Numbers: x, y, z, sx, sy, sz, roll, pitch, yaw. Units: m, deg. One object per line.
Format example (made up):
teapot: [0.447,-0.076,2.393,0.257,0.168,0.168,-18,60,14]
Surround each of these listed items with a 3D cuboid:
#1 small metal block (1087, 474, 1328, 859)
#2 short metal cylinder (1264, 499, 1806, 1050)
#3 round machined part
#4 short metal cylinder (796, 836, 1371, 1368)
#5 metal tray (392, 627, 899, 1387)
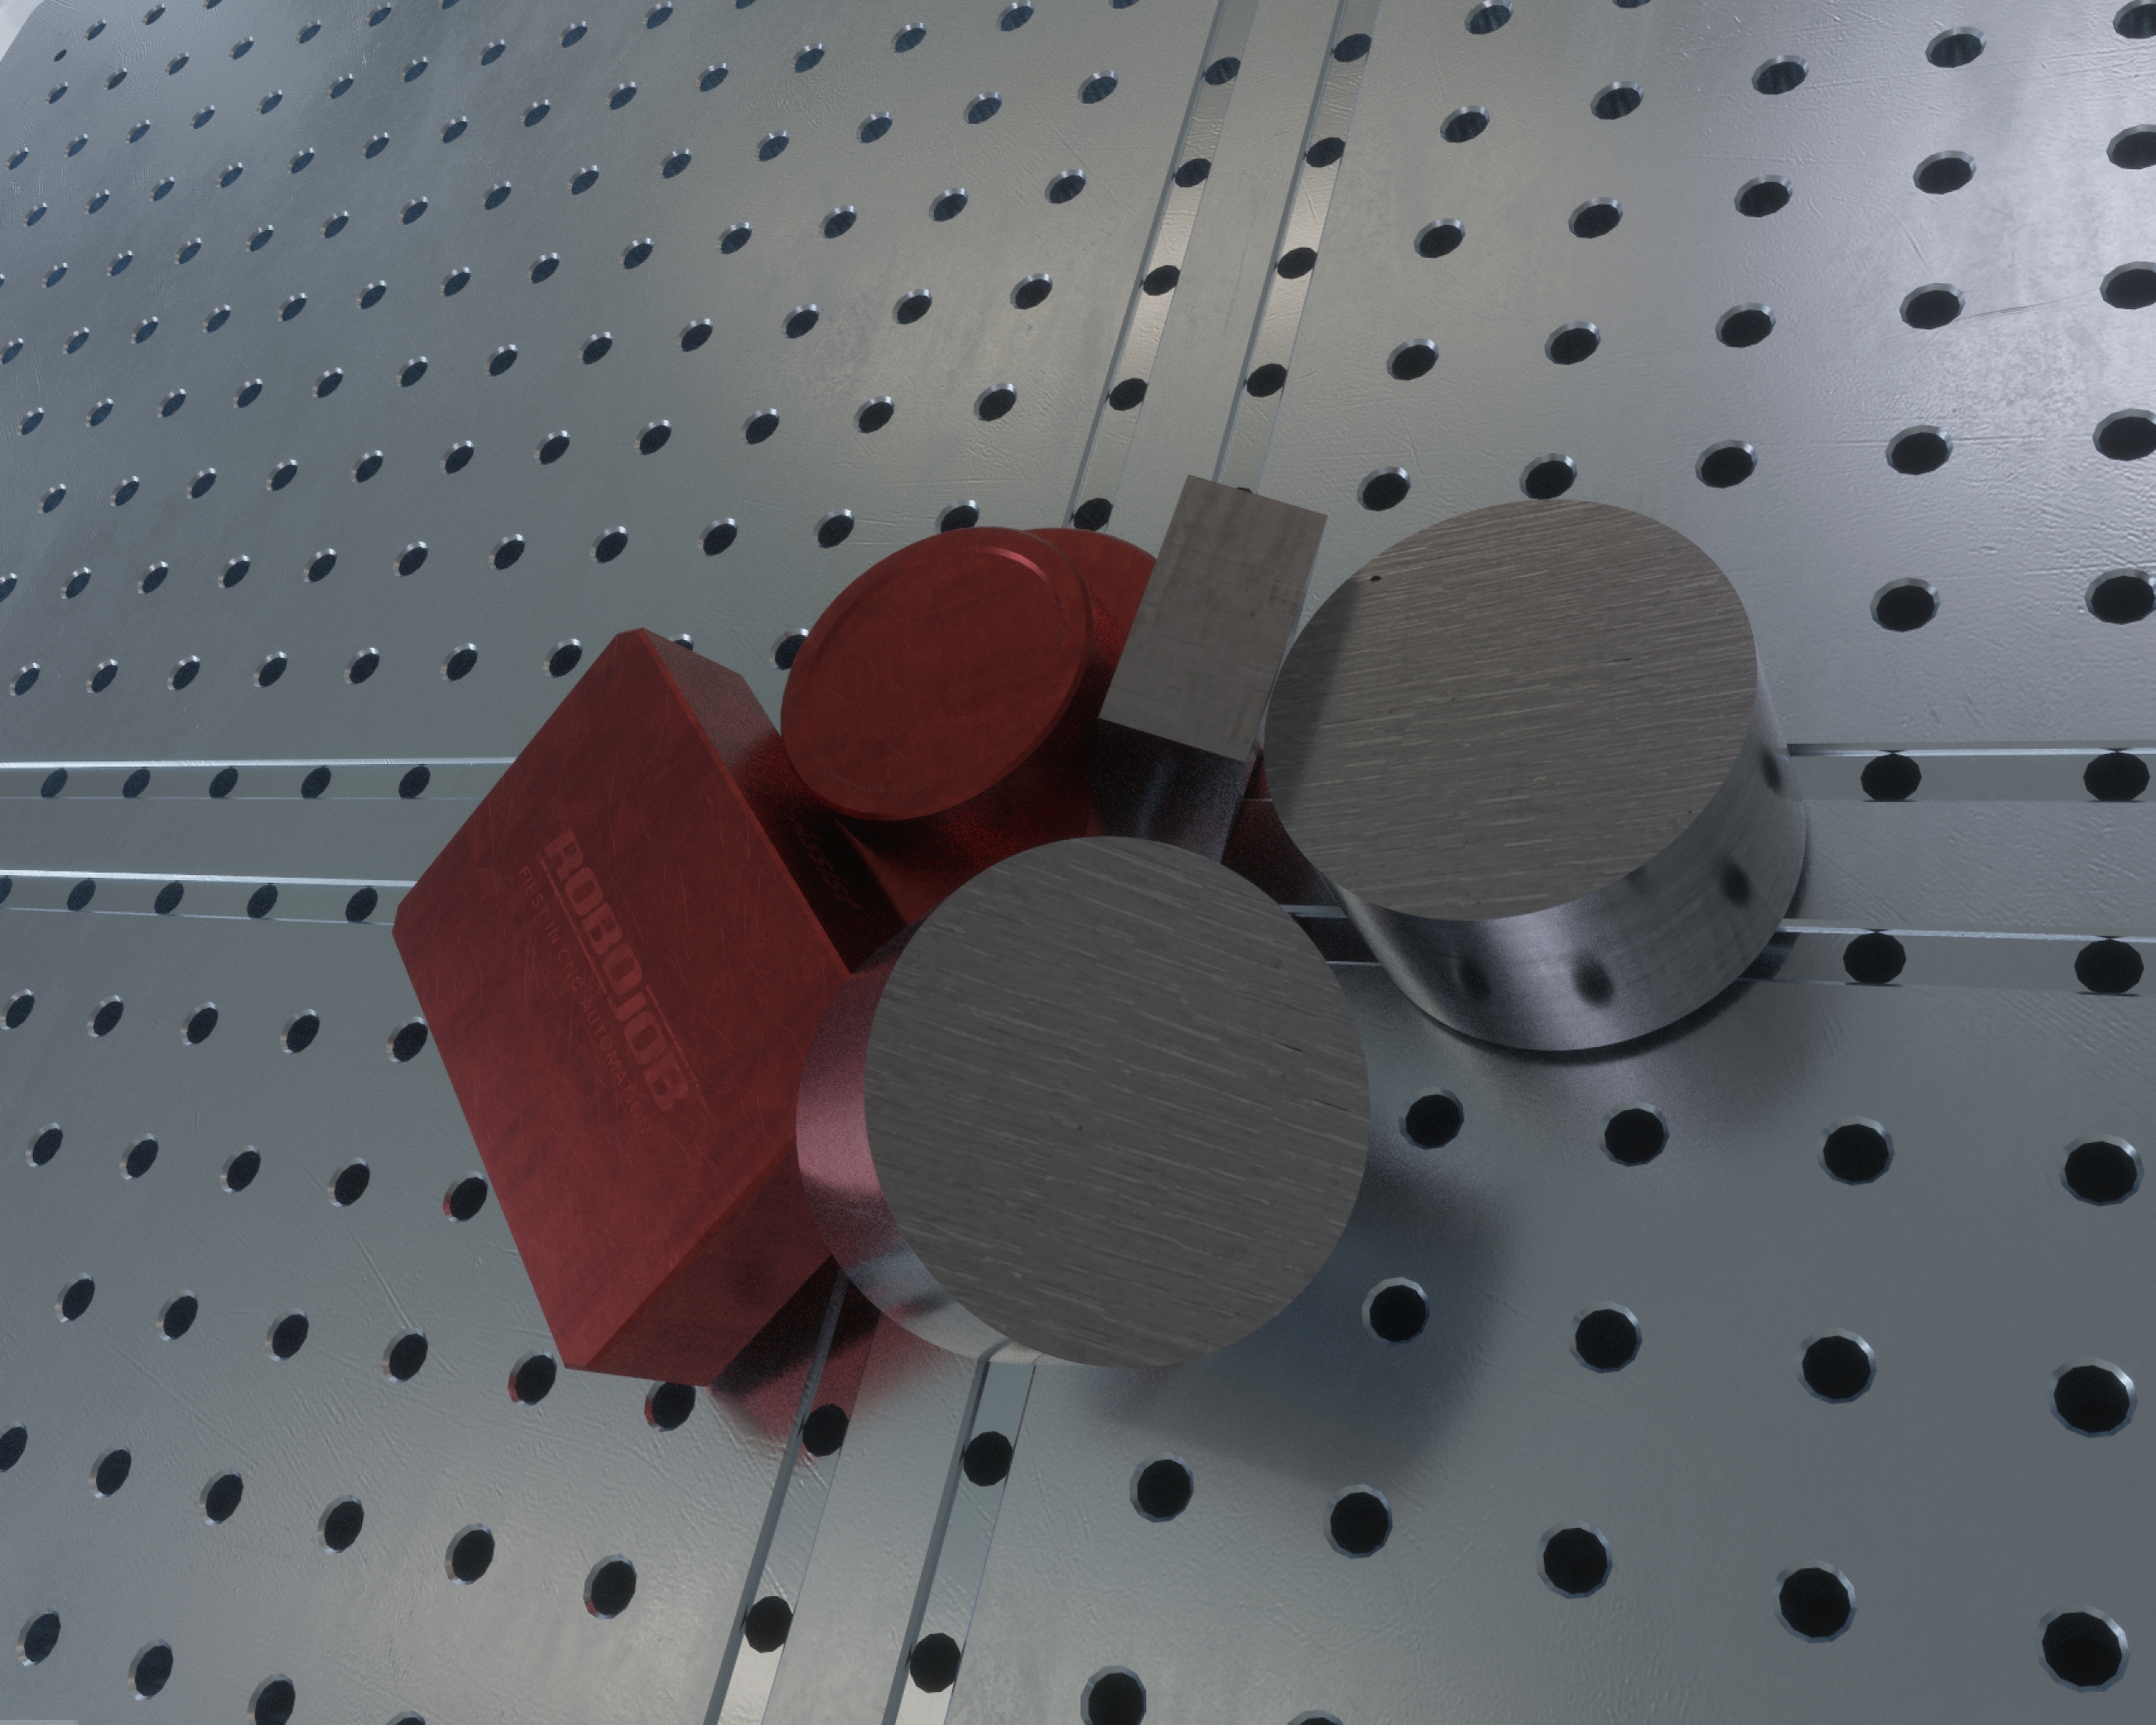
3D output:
small metal block: [0.022,-0.032,0.372,0.025,0.050,0.050,18,67,5]
short metal cylinder: [0.078,-0.015,0.355,0.080,0.050,0.080,-13,56,21]
round machined part: [-0.020,-0.029,0.420,0.098,0.042,0.098,-13,56,21]
short metal cylinder: [-0.001,0.040,0.336,0.080,0.080,0.050,-67,12,-19]
metal tray: [-0.082,0.025,0.413,0.090,0.030,0.130,-48,50,14]
